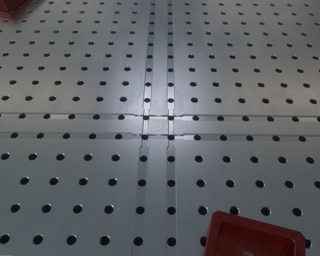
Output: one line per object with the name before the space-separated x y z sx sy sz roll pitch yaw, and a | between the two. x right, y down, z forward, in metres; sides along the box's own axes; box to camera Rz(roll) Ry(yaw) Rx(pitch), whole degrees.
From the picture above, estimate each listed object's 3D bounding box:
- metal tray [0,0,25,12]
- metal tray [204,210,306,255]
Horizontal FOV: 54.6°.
metal tray | -0.319 -0.297 0.652 0.090 0.030 0.130 14 51 11
metal tray | 0.079 0.149 0.279 0.090 0.030 0.130 13 51 10
